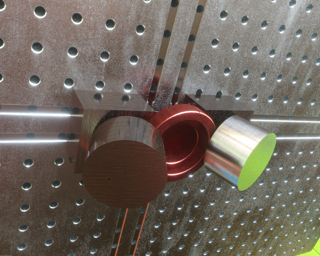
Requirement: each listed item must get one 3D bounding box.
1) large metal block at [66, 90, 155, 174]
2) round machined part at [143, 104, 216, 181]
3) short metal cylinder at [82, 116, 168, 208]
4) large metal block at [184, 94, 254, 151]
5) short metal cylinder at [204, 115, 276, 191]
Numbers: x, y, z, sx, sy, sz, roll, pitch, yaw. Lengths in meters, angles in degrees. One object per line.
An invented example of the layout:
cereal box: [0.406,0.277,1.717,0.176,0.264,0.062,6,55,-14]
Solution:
large metal block: [-0.060,0.004,0.364,0.081,0.050,0.079,1,118,-29]
round machined part: [0.017,0.014,0.380,0.099,0.042,0.097,-14,124,-21]
short metal cylinder: [-0.034,0.034,0.316,0.081,0.050,0.079,-2,118,-4]
large metal block: [0.073,0.000,0.434,0.081,0.050,0.079,-1,119,-28]
short metal cylinder: [0.100,0.031,0.387,0.081,0.050,0.079,-31,137,-33]
